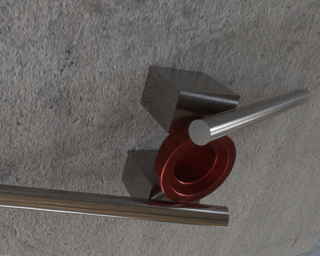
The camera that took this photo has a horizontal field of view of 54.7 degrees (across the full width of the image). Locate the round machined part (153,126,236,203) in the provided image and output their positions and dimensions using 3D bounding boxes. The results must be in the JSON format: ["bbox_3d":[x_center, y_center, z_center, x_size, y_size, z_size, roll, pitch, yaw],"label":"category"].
[{"bbox_3d":[0.037,0.037,0.365,0.099,0.042,0.097,-14,125,-21],"label":"round machined part"}]

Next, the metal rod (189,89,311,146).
[{"bbox_3d":[0.137,-0.024,0.401,0.302,0.025,0.025,-16,128,-47],"label":"metal rod"}]

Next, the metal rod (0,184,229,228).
[{"bbox_3d":[-0.070,0.088,0.354,0.302,0.025,0.025,7,117,-7],"label":"metal rod"}]

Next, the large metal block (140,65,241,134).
[{"bbox_3d":[0.033,-0.034,0.371,0.081,0.080,0.050,1,118,-29],"label":"large metal block"}]

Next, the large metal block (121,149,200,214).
[{"bbox_3d":[0.003,0.071,0.420,0.081,0.080,0.050,1,118,-29],"label":"large metal block"}]
